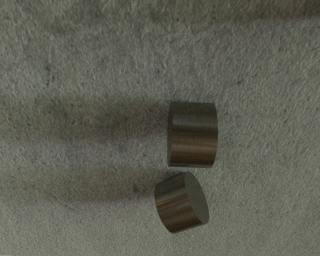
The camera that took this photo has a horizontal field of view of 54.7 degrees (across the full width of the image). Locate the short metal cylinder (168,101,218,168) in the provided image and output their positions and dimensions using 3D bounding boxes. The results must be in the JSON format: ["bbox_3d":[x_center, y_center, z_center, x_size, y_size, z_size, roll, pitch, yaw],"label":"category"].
[{"bbox_3d":[0.037,0.008,0.379,0.050,0.080,0.079,2,130,-3],"label":"short metal cylinder"}]

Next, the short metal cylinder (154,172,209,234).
[{"bbox_3d":[0.034,0.112,0.467,0.050,0.080,0.080,-24,126,19],"label":"short metal cylinder"}]
